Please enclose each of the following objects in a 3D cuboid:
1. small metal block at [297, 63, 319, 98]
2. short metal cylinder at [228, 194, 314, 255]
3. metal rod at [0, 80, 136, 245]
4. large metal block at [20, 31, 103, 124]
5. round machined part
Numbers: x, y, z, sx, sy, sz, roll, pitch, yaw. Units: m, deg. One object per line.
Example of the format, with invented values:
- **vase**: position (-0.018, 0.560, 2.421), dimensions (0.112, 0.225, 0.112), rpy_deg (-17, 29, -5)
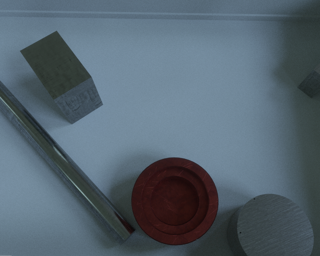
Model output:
- **small metal block**: position (0.225, -0.075, 0.427), dimensions (0.050, 0.050, 0.025), rpy_deg (-43, 76, -14)
- **short metal cylinder**: position (0.122, 0.120, 0.350), dimensions (0.081, 0.050, 0.080), rpy_deg (0, 65, -1)
- **metal rod**: position (-0.142, 0.027, 0.397), dimensions (0.025, 0.025, 0.300), rpy_deg (-43, 76, -14)
- **large metal block**: position (-0.123, -0.062, 0.402), dimensions (0.050, 0.080, 0.080), rpy_deg (-35, 74, -12)
- **round machined part**: position (0.017, 0.087, 0.369), dimensions (0.099, 0.042, 0.098), rpy_deg (0, 70, -1)
